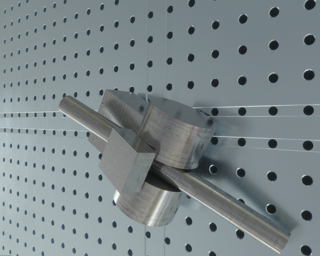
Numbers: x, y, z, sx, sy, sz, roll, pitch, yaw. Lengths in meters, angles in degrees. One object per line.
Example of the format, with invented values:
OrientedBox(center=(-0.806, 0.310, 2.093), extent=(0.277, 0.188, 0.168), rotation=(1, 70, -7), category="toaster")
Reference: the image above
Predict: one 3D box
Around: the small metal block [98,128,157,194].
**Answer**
OrientedBox(center=(-0.036, 0.034, 0.332), extent=(0.050, 0.025, 0.050), rotation=(40, 115, 42), category="small metal block")

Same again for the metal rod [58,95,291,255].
OrientedBox(center=(0.000, 0.041, 0.353), extent=(0.300, 0.025, 0.025), rotation=(31, 110, 19), category="metal rod")

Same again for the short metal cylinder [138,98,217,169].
OrientedBox(center=(0.018, 0.004, 0.355), extent=(0.080, 0.081, 0.050), rotation=(35, 111, 34), category="short metal cylinder")

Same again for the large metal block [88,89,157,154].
OrientedBox(center=(-0.044, 0.002, 0.422), extent=(0.080, 0.050, 0.079), rotation=(36, 112, 34), category="large metal block")

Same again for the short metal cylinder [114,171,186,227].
OrientedBox(center=(-0.010, 0.072, 0.376), extent=(0.080, 0.081, 0.050), rotation=(37, 113, 34), category="short metal cylinder")
